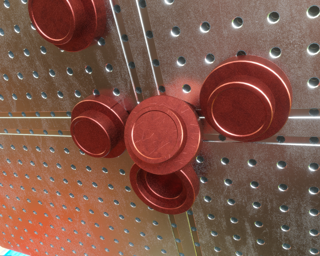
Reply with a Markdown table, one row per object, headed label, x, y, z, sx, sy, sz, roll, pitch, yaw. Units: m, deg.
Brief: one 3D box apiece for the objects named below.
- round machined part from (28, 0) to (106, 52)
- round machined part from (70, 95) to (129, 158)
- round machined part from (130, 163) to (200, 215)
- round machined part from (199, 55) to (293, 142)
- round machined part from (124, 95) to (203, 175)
| label | x | y | z | sx | sy | sz | roll | pitch | yaw |
| --- | --- | --- | --- | --- | --- | --- | --- | --- | --- |
| round machined part | -0.119 | -0.140 | 0.377 | 0.098 | 0.042 | 0.097 | 13 | 124 | 21 |
| round machined part | -0.090 | 0.004 | 0.451 | 0.098 | 0.042 | 0.097 | 13 | 124 | 21 |
| round machined part | 0.010 | 0.071 | 0.440 | 0.098 | 0.042 | 0.097 | 13 | 124 | 21 |
| round machined part | 0.090 | -0.026 | 0.337 | 0.098 | 0.042 | 0.097 | 13 | 124 | 21 |
| round machined part | 0.000 | 0.008 | 0.378 | 0.098 | 0.042 | 0.097 | -1 | 88 | 19 |
